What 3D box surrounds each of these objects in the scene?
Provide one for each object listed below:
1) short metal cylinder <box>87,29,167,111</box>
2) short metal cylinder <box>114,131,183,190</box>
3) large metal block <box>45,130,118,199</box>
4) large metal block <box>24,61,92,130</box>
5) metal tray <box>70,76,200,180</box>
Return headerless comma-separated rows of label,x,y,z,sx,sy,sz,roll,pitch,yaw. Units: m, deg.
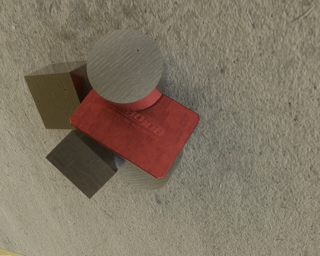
short metal cylinder,-0.034,-0.062,0.346,0.080,0.050,0.080,-1,84,5
short metal cylinder,-0.015,0.038,0.424,0.080,0.050,0.079,13,124,21
large metal block,-0.104,0.046,0.447,0.080,0.080,0.050,44,93,-3
large metal block,-0.126,-0.045,0.428,0.080,0.050,0.080,1,119,27
metal tray,-0.030,-0.007,0.379,0.130,0.090,0.030,31,168,8
